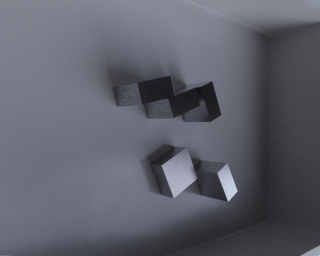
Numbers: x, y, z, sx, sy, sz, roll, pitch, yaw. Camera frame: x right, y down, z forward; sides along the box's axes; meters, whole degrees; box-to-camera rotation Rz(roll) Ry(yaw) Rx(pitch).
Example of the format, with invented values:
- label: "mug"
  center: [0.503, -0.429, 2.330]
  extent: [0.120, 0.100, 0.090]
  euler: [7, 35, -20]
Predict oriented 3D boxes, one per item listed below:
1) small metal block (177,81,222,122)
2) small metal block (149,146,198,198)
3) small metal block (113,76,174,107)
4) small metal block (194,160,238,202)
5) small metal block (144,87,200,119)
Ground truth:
- label: "small metal block"
  center: [0.053, -0.036, 0.437]
  extent: [0.025, 0.050, 0.050]
  euler: [-30, 109, -36]
- label: "small metal block"
  center: [0.020, 0.060, 0.425]
  extent: [0.050, 0.025, 0.050]
  euler: [-32, 110, -36]
- label: "small metal block"
  center: [-0.020, -0.044, 0.375]
  extent: [0.050, 0.050, 0.025]
  euler: [-19, 103, -39]
- label: "small metal block"
  center: [0.081, 0.078, 0.461]
  extent: [0.025, 0.050, 0.050]
  euler: [-37, 113, -34]
- label: "small metal block"
  center: [0.015, -0.032, 0.405]
  extent: [0.050, 0.050, 0.025]
  euler: [-26, 107, -37]
